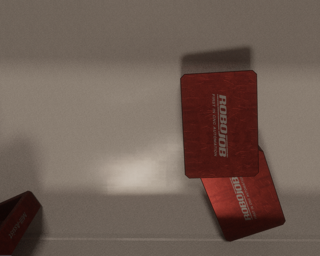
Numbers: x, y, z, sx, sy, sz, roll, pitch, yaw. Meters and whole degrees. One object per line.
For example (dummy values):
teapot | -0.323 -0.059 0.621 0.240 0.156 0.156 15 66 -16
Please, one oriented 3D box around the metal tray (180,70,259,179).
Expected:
metal tray | 0.074 -0.004 0.389 0.091 0.030 0.129 -3 97 5

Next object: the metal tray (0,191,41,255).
metal tray | -0.223 0.143 0.405 0.090 0.130 0.030 -24 109 8

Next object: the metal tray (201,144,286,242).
metal tray | 0.117 0.093 0.445 0.090 0.030 0.129 -21 109 7
